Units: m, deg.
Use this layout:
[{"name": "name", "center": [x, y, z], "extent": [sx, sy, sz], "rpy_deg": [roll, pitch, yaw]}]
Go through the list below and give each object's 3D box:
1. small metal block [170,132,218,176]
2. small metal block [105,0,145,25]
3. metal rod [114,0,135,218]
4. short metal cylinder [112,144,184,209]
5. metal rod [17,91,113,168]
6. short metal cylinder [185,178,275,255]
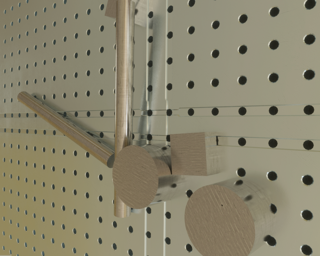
[{"name": "small metal block", "center": [0.041, 0.031, 0.376], "extent": [0.050, 0.025, 0.050], "rpy_deg": [-5, 87, 40]}, {"name": "small metal block", "center": [-0.050, -0.182, 0.451], "extent": [0.050, 0.025, 0.050], "rpy_deg": [26, 106, 37]}, {"name": "metal rod", "center": [-0.051, -0.021, 0.435], "extent": [0.025, 0.025, 0.298], "rpy_deg": [8, 100, 39]}, {"name": "short metal cylinder", "center": [-0.016, 0.061, 0.407], "extent": [0.080, 0.050, 0.079], "rpy_deg": [0, 90, 40]}, {"name": "metal rod", "center": [-0.177, -0.008, 0.555], "extent": [0.300, 0.025, 0.025], "rpy_deg": [28, 108, 36]}, {"name": "short metal cylinder", "center": [0.074, 0.097, 0.332], "extent": [0.080, 0.050, 0.079], "rpy_deg": [0, 90, 40]}]
